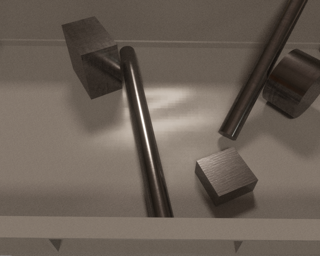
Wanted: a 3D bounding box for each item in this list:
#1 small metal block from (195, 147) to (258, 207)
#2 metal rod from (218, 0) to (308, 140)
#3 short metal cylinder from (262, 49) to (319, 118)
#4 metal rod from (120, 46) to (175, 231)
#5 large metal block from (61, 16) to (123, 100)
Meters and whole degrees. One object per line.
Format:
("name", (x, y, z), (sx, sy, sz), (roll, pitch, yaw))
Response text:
("small metal block", (0.075, 0.056, 0.359), (0.050, 0.025, 0.050), (-19, 53, -16))
("metal rod", (0.159, -0.119, 0.422), (0.025, 0.025, 0.299), (26, 81, 20))
("short metal cylinder", (0.187, -0.060, 0.423), (0.080, 0.080, 0.050), (-34, 58, -26))
("metal rod", (-0.025, -0.012, 0.414), (0.025, 0.025, 0.300), (-8, 51, -7))
("large metal block", (-0.098, -0.103, 0.455), (0.050, 0.080, 0.080), (-23, 54, -18))
